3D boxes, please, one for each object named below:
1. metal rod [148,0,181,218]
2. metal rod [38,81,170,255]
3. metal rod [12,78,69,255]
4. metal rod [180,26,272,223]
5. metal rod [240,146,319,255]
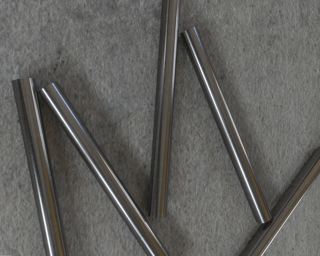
[{"bbox_3d":[0.006,-0.033,0.412,0.025,0.025,0.298,4,89,-20],"label":"metal rod"},{"bbox_3d":[-0.055,0.078,0.389,0.025,0.025,0.299,-34,101,-17],"label":"metal rod"},{"bbox_3d":[-0.130,0.092,0.361,0.025,0.025,0.298,-11,94,-20],"label":"metal rod"},{"bbox_3d":[0.098,0.002,0.446,0.025,0.025,0.299,-27,99,-18],"label":"metal rod"},{"bbox_3d":[0.175,0.147,0.475,0.025,0.025,0.301,46,76,-15],"label":"metal rod"}]
